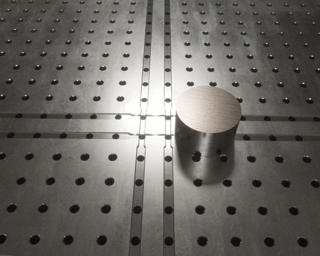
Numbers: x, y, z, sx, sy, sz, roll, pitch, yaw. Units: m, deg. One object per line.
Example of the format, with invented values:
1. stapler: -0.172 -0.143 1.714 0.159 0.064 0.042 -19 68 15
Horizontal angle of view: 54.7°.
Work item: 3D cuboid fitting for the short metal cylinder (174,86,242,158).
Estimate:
1. short metal cylinder: 0.060 -0.009 0.400 0.081 0.050 0.080 0 50 0
